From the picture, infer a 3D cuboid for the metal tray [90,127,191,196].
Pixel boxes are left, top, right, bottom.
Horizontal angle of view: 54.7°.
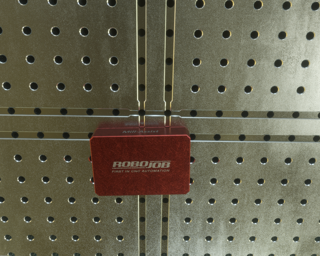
[{"bbox_3d":[-0.025,0.047,0.428,0.131,0.030,0.089,-1,110,0],"label":"metal tray"}]
